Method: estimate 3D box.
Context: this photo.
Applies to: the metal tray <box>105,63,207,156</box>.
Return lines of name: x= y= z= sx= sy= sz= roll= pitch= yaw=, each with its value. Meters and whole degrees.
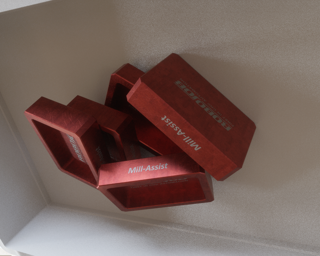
metal tray: x=-0.007 y=-0.012 z=0.392 sx=0.130 sy=0.030 sz=0.089 roll=32 pitch=136 yaw=7

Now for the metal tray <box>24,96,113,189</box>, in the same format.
metal tray: x=-0.112 y=0.026 z=0.408 sx=0.090 sy=0.030 sz=0.129 roll=20 pitch=144 yaw=24

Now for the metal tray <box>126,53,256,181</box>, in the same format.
metal tray: x=0.039 y=-0.016 z=0.335 sx=0.130 sy=0.090 sz=0.030 roll=42 pitch=129 yaw=-1

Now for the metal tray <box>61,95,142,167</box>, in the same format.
metal tray: x=-0.073 y=0.022 z=0.425 sx=0.090 sy=0.030 sz=0.129 roll=21 pitch=145 yaw=22

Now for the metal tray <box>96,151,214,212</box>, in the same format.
metal tray: x=-0.002 y=0.072 z=0.396 sx=0.131 sy=0.030 sz=0.090 roll=-10 pitch=144 yaw=12
